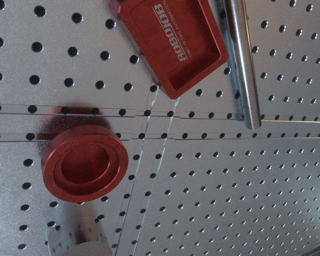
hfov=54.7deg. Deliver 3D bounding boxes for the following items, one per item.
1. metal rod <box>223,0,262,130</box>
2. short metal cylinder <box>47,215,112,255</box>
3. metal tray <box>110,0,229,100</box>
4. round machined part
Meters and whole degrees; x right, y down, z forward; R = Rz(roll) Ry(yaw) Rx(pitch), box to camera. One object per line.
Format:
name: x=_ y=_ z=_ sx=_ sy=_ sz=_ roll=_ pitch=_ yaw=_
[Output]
metal rod: x=0.102 y=-0.115 z=0.395 sx=0.025 sy=0.025 sz=0.299 roll=-30 pitch=129 yaw=-9
short metal cylinder: x=-0.114 y=0.171 z=0.439 sx=0.081 sy=0.050 sz=0.079 roll=-14 pitch=124 yaw=-21
metal tray: x=0.016 y=-0.107 z=0.350 sx=0.090 sy=0.030 sz=0.130 roll=-37 pitch=129 yaw=-3
round machined part: x=-0.092 y=0.038 z=0.374 sx=0.099 sy=0.042 sz=0.097 roll=-14 pitch=124 yaw=-21
